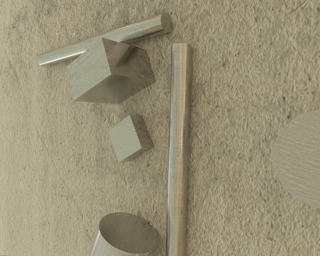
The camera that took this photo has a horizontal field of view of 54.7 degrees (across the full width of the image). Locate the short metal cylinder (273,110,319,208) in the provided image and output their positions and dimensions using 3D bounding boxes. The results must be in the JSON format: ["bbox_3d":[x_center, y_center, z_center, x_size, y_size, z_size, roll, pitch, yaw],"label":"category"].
[{"bbox_3d":[0.147,0.025,0.268,0.080,0.050,0.080,0,90,40],"label":"short metal cylinder"}]

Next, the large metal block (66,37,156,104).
[{"bbox_3d":[-0.067,-0.073,0.425,0.080,0.081,0.050,-25,74,37],"label":"large metal block"}]

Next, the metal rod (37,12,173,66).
[{"bbox_3d":[-0.107,-0.132,0.492,0.300,0.025,0.025,-2,89,40],"label":"metal rod"}]

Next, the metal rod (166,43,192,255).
[{"bbox_3d":[0.023,0.047,0.386,0.025,0.025,0.298,3,92,40],"label":"metal rod"}]

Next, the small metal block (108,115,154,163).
[{"bbox_3d":[-0.042,0.015,0.440,0.050,0.025,0.050,-33,70,35],"label":"small metal block"}]

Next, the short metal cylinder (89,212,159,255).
[{"bbox_3d":[-0.048,0.157,0.409,0.080,0.081,0.050,31,110,35],"label":"short metal cylinder"}]
